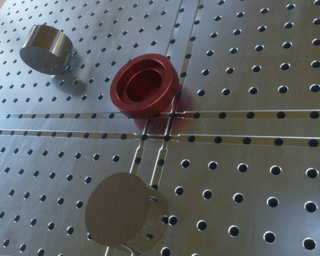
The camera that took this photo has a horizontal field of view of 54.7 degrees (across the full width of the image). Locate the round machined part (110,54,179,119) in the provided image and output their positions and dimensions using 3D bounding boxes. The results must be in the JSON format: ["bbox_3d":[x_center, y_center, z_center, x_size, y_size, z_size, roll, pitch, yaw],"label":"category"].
[{"bbox_3d":[-0.018,-0.055,0.441,0.098,0.042,0.098,-13,56,21],"label":"round machined part"}]

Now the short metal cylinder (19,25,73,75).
[{"bbox_3d":[-0.207,-0.142,0.569,0.080,0.080,0.050,-4,60,26],"label":"short metal cylinder"}]

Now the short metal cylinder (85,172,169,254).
[{"bbox_3d":[-0.037,0.097,0.352,0.080,0.050,0.080,-13,56,21],"label":"short metal cylinder"}]

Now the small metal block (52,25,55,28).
[{"bbox_3d":[-0.223,-0.177,0.635,0.050,0.025,0.050,-43,51,-2],"label":"small metal block"}]
